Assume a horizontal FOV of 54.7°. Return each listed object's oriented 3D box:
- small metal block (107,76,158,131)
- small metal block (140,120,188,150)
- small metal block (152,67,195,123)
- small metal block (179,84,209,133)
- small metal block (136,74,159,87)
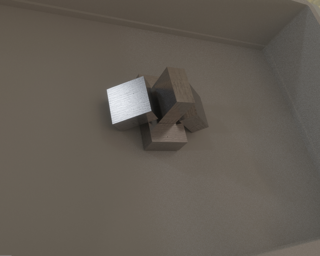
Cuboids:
[{"bbox_3d":[-0.035,-0.030,0.385,0.050,0.025,0.050,-18,65,11],"label":"small metal block"},{"bbox_3d":[0.003,0.001,0.404,0.050,0.025,0.050,2,61,-27],"label":"small metal block"},{"bbox_3d":[0.014,-0.040,0.386,0.025,0.050,0.050,1,61,-29],"label":"small metal block"},{"bbox_3d":[0.042,-0.027,0.427,0.050,0.025,0.050,37,37,-58],"label":"small metal block"},{"bbox_3d":[-0.007,-0.044,0.425,0.050,0.025,0.050,3,61,-28],"label":"small metal block"}]
